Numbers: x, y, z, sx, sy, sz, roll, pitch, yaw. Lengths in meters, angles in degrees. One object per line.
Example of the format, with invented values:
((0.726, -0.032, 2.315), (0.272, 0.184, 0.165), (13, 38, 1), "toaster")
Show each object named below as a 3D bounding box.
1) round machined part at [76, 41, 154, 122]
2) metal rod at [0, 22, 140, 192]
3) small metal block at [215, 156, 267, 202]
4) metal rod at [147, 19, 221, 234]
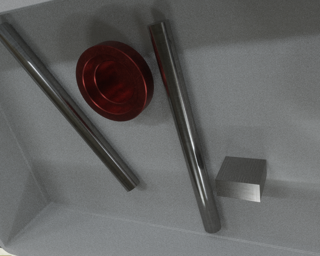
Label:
((-0.051, -0.060, 0.386), (0.098, 0.042, 0.097), (13, 124, 20), "round machined part")
((-0.133, -0.025, 0.460), (0.025, 0.025, 0.300), (-31, 102, 37), "metal rod")
((0.100, 0.060, 0.377), (0.050, 0.050, 0.025), (3, 120, 26), "small metal block")
((0.038, 0.016, 0.397), (0.025, 0.025, 0.298), (-3, 117, 29), "metal rod")
